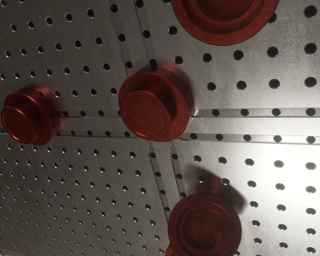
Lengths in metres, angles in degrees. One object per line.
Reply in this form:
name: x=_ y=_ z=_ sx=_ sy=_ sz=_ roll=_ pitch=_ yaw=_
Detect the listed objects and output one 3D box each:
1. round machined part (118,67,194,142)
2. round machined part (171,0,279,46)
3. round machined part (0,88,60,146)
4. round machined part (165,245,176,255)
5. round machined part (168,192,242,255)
round machined part: x=-0.010 y=-0.023 z=0.390 sx=0.098 sy=0.042 sz=0.097 roll=13 pitch=124 yaw=20
round machined part: x=0.062 y=-0.130 z=0.287 sx=0.098 sy=0.042 sz=0.097 roll=13 pitch=124 yaw=20
round machined part: x=-0.217 y=-0.012 z=0.504 sx=0.098 sy=0.042 sz=0.097 roll=13 pitch=124 yaw=20
round machined part: x=0.061 y=0.203 z=0.491 sx=0.098 sy=0.042 sz=0.097 roll=14 pitch=126 yaw=20
round machined part: x=0.060 y=0.139 z=0.432 sx=0.099 sy=0.042 sz=0.097 roll=0 pitch=84 yaw=-2
